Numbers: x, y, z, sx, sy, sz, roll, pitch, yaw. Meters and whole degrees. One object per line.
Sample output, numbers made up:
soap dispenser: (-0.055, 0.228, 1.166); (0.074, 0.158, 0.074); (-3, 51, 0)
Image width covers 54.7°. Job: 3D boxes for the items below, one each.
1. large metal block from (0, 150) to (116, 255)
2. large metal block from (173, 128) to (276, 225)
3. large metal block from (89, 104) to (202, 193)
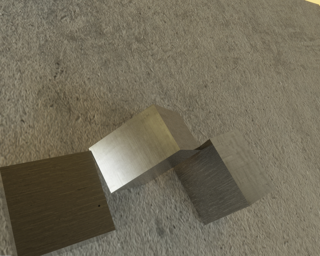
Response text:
large metal block: (-0.098, 0.074, 0.289); (0.081, 0.050, 0.080); (-10, 67, -32)
large metal block: (0.073, 0.059, 0.370); (0.050, 0.080, 0.080); (-17, 71, -38)
large metal block: (-0.012, 0.022, 0.327); (0.050, 0.080, 0.080); (60, 16, 14)
